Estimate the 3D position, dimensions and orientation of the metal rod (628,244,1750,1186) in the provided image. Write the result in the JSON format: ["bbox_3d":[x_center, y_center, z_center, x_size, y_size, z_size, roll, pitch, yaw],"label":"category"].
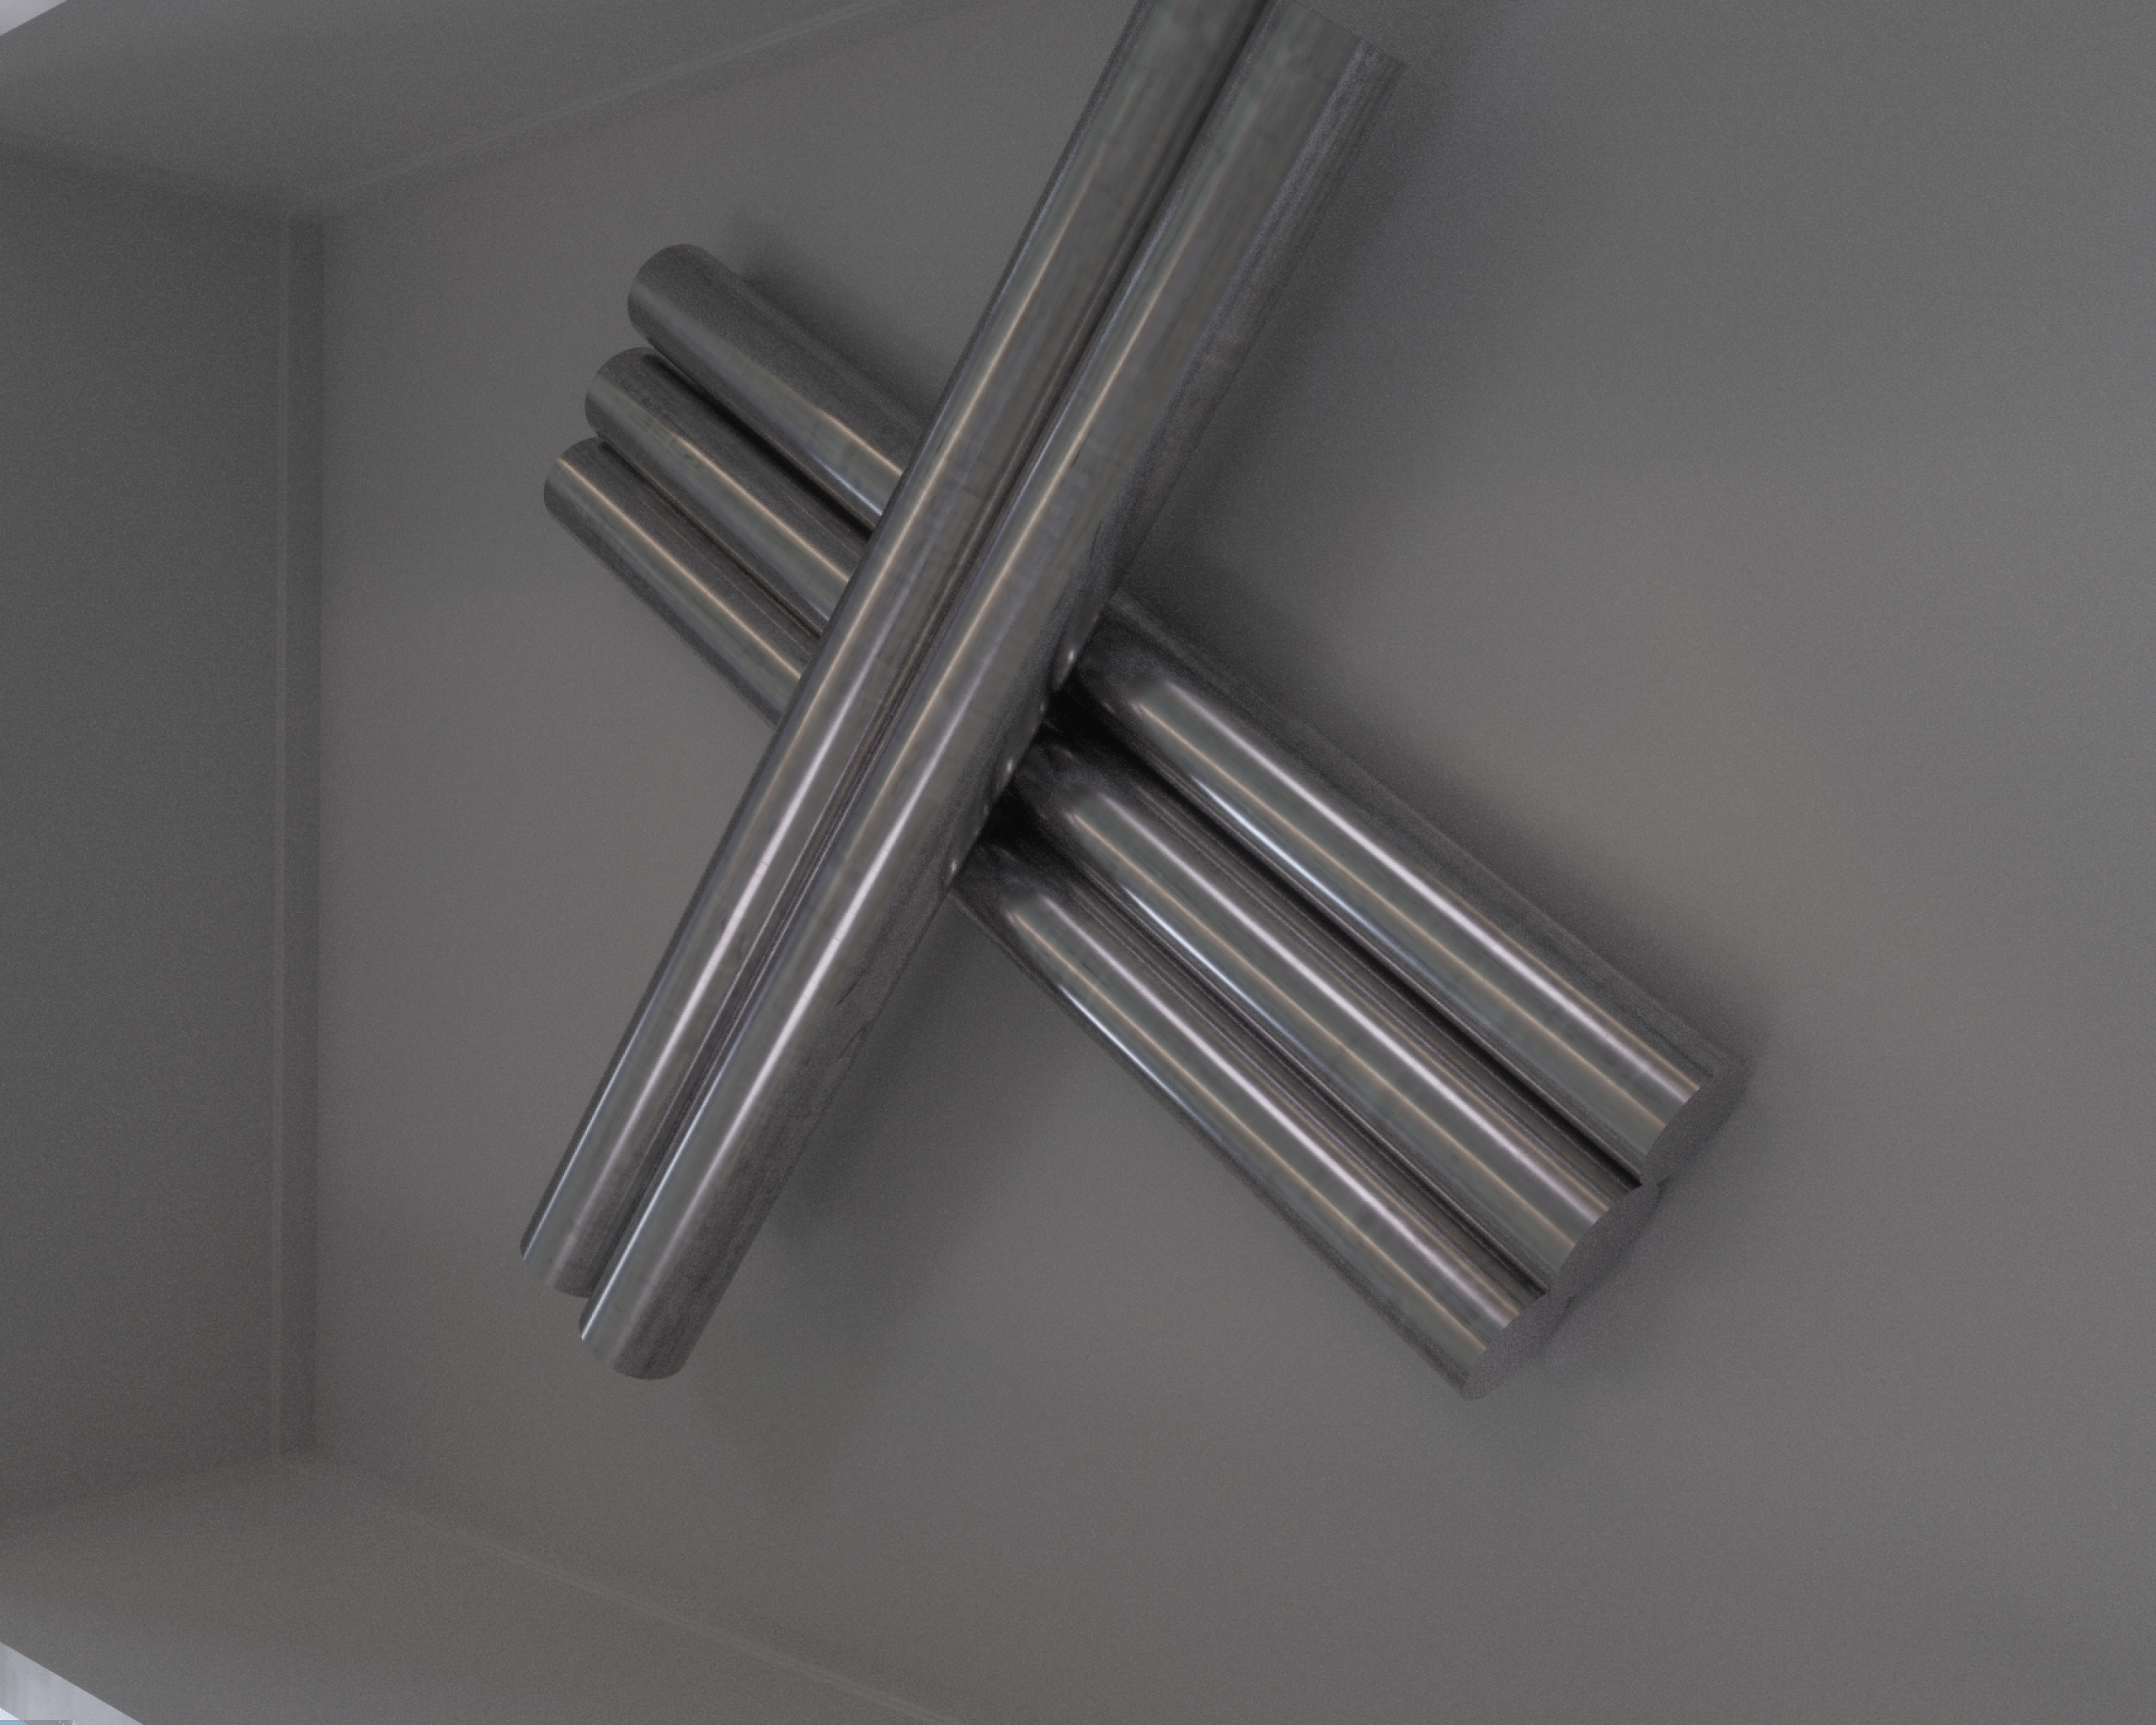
[{"bbox_3d":[0.002,-0.045,0.404,0.300,0.025,0.025,42,116,31],"label":"metal rod"}]

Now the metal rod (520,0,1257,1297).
[{"bbox_3d":[-0.043,-0.031,0.408,0.025,0.025,0.298,45,117,31],"label":"metal rod"}]

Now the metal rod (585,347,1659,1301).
[{"bbox_3d":[-0.010,-0.025,0.413,0.300,0.025,0.025,42,116,32],"label":"metal rod"}]

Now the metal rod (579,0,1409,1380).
[{"bbox_3d":[-0.027,-0.016,0.395,0.025,0.025,0.298,45,117,31],"label":"metal rod"}]

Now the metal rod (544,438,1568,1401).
[{"bbox_3d":[-0.022,-0.006,0.423,0.300,0.025,0.025,42,116,32],"label":"metal rod"}]
